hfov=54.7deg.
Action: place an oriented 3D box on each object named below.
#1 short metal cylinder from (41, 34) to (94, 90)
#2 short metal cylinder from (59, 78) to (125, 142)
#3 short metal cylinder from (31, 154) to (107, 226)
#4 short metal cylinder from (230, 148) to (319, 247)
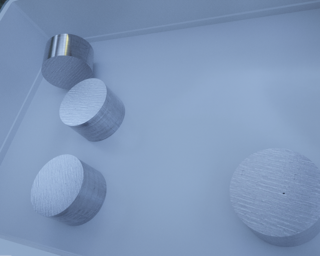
[{"bbox_3d":[-0.152,-0.109,0.518,0.080,0.080,0.050,-18,55,18],"label":"short metal cylinder"},{"bbox_3d":[-0.099,-0.026,0.458,0.080,0.050,0.080,-13,56,21],"label":"short metal cylinder"},{"bbox_3d":[-0.117,0.081,0.402,0.080,0.050,0.080,-13,56,21],"label":"short metal cylinder"},{"bbox_3d":[0.112,0.066,0.291,0.080,0.050,0.080,-13,56,21],"label":"short metal cylinder"}]
